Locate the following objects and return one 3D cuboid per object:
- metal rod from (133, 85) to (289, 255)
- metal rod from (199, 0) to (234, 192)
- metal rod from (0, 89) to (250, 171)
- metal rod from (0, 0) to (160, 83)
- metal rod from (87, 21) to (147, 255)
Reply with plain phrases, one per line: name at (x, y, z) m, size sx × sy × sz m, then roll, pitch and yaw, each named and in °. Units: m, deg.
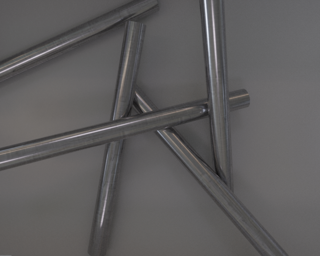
metal rod at (0.057, 0.061, 0.387) m, size 0.025 × 0.025 × 0.300 m, roll -41°, pitch 81°, yaw 0°
metal rod at (0.065, -0.048, 0.353) m, size 0.025 × 0.025 × 0.298 m, roll -9°, pitch 114°, yaw 0°
metal rod at (-0.033, -0.002, 0.368) m, size 0.302 × 0.025 × 0.025 m, roll -14°, pitch 90°, yaw -12°
metal rod at (-0.143, -0.105, 0.410) m, size 0.301 × 0.025 × 0.025 m, roll -25°, pitch 90°, yaw 0°
metal rod at (-0.056, 0.019, 0.393) m, size 0.025 × 0.025 × 0.298 m, roll 11°, pitch 97°, yaw 0°
